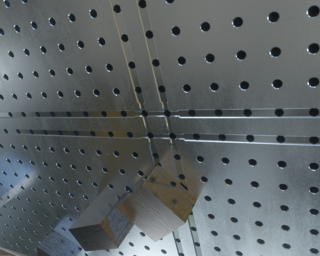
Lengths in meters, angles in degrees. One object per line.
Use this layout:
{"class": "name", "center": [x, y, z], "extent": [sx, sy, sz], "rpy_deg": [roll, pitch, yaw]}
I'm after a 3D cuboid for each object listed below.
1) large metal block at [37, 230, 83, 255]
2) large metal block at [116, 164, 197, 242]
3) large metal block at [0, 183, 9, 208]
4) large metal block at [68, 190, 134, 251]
{"class": "large metal block", "center": [-0.224, 0.288, 0.693], "extent": [0.080, 0.050, 0.079], "rpy_deg": [27, 128, 11]}
{"class": "large metal block", "center": [-0.005, 0.115, 0.469], "extent": [0.080, 0.050, 0.080], "rpy_deg": [42, 129, -1]}
{"class": "large metal block", "center": [-0.396, 0.153, 0.681], "extent": [0.080, 0.080, 0.050], "rpy_deg": [34, 129, 5]}
{"class": "large metal block", "center": [-0.090, 0.155, 0.520], "extent": [0.080, 0.080, 0.050], "rpy_deg": [-21, 107, 36]}
